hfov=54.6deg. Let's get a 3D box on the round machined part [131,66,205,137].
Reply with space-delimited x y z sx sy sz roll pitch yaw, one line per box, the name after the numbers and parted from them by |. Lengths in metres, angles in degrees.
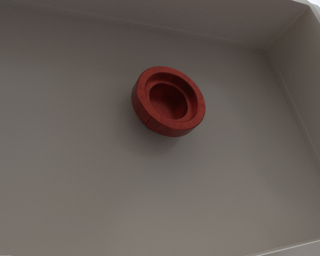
0.008 -0.031 0.413 0.099 0.042 0.098 13 56 -21 | round machined part
